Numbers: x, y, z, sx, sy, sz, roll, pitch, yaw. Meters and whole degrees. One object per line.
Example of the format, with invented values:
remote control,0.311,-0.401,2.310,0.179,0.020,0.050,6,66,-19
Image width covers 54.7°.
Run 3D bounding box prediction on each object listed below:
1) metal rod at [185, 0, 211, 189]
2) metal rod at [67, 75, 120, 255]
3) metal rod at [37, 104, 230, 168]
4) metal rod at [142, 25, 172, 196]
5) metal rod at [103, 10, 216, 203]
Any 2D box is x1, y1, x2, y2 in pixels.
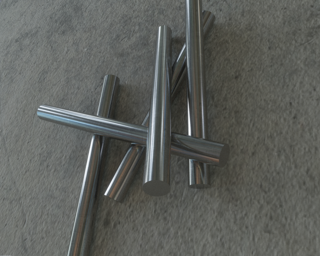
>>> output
metal rod,0.046,-0.072,0.401,0.025,0.025,0.299,-9,64,23
metal rod,-0.087,0.053,0.414,0.025,0.025,0.299,-9,58,23
metal rod,-0.057,0.002,0.396,0.300,0.025,0.025,12,68,34
metal rod,0.002,-0.049,0.384,0.025,0.025,0.300,-17,40,18
metal rod,0.007,-0.041,0.423,0.025,0.025,0.300,15,69,34
